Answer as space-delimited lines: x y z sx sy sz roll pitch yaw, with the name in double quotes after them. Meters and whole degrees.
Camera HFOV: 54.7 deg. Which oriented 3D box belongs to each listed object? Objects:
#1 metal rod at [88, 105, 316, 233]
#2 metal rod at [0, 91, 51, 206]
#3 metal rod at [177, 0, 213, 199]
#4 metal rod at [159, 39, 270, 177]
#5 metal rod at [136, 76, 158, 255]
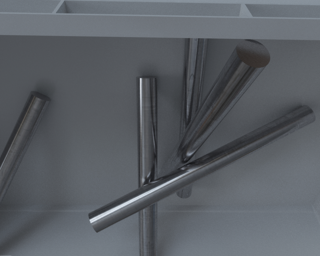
0.056 0.047 0.382 0.302 0.025 0.025 -26 129 -6 "metal rod"
-0.217 0.089 0.405 0.025 0.025 0.299 26 102 -20 "metal rod"
0.039 -0.010 0.400 0.025 0.025 0.298 0 130 0 "metal rod"
0.037 0.013 0.346 0.025 0.025 0.299 9 153 -8 "metal rod"
-0.016 0.084 0.401 0.025 0.025 0.298 0 106 -1 "metal rod"
